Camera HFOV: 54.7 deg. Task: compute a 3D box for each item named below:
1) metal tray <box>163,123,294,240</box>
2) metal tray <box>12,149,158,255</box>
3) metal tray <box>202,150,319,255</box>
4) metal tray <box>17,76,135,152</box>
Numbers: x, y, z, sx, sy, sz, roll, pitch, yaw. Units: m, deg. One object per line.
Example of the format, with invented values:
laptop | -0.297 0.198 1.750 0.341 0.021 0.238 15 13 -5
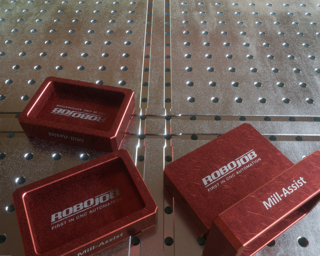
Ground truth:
metal tray | 0.081 0.056 0.358 0.131 0.030 0.090 -26 55 -21
metal tray | -0.079 0.084 0.332 0.131 0.030 0.090 -21 53 -17
metal tray | 0.105 0.083 0.297 0.131 0.089 0.030 -26 55 -21
metal tray | -0.109 -0.022 0.421 0.131 0.030 0.090 10 51 8
